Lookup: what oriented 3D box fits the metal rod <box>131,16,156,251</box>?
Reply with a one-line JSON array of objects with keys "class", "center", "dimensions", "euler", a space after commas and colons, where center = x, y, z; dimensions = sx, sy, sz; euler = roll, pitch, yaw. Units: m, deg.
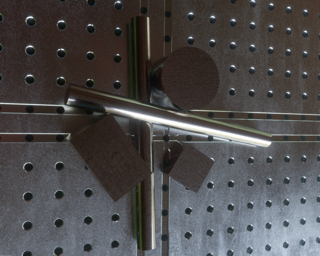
[{"class": "metal rod", "center": [-0.022, 0.007, 0.406], "dimensions": [0.025, 0.025, 0.298], "euler": [-2, 91, -20]}]

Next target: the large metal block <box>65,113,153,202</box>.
[{"class": "large metal block", "center": [-0.063, 0.031, 0.360], "dimensions": [0.050, 0.080, 0.080], "euler": [-37, 102, -16]}]

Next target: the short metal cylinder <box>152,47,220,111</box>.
[{"class": "short metal cylinder", "center": [0.031, -0.062, 0.412], "dimensions": [0.081, 0.050, 0.079], "euler": [0, 90, -21]}]

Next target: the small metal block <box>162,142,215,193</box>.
[{"class": "small metal block", "center": [0.039, 0.054, 0.429], "dimensions": [0.050, 0.025, 0.050], "euler": [35, 79, -17]}]

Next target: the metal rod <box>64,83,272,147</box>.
[{"class": "metal rod", "center": [0.031, -0.009, 0.405], "dimensions": [0.302, 0.025, 0.025], "euler": [12, 86, -28]}]
